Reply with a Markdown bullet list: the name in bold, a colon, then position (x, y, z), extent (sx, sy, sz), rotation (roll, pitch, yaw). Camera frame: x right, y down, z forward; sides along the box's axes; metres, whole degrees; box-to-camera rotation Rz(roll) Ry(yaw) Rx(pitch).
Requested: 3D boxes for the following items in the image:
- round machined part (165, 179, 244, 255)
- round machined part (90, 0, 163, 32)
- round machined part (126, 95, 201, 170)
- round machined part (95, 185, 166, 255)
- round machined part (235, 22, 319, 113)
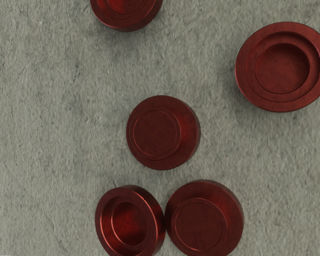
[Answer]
- **round machined part**: position (0.051, 0.115, 0.381), extent (0.098, 0.042, 0.097), rotation (0, 90, 19)
- **round machined part**: position (-0.040, -0.176, 0.413), extent (0.098, 0.042, 0.097), rotation (0, 90, 19)
- **round machined part**: position (0.000, 0.006, 0.399), extent (0.098, 0.042, 0.097), rotation (0, 90, 19)
- **round machined part**: position (-0.034, 0.122, 0.404), extent (0.098, 0.042, 0.097), rotation (1, 92, 31)
- **round machined part**: position (0.138, -0.065, 0.351), extent (0.098, 0.042, 0.097), rotation (0, 90, 19)
